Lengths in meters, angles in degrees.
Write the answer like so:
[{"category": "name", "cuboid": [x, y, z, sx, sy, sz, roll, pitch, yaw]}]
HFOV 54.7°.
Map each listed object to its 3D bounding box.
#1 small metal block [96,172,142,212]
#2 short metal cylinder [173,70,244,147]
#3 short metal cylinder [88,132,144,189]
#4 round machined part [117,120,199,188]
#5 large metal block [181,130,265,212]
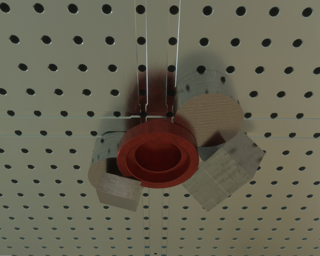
[{"category": "small metal block", "cuboid": [-0.052, 0.083, 0.400, 0.050, 0.025, 0.050, 14, 149, 4]}, {"category": "short metal cylinder", "cuboid": [0.056, -0.023, 0.376, 0.081, 0.050, 0.079, 0, 130, 0]}, {"category": "short metal cylinder", "cuboid": [-0.057, 0.052, 0.438, 0.081, 0.050, 0.079, 0, 130, 0]}, {"category": "round machined part", "cuboid": [-0.002, 0.028, 0.386, 0.099, 0.042, 0.097, 0, 130, 0]}, {"category": "large metal block", "cuboid": [0.085, 0.053, 0.413, 0.050, 0.080, 0.080, 46, 122, 7]}]
